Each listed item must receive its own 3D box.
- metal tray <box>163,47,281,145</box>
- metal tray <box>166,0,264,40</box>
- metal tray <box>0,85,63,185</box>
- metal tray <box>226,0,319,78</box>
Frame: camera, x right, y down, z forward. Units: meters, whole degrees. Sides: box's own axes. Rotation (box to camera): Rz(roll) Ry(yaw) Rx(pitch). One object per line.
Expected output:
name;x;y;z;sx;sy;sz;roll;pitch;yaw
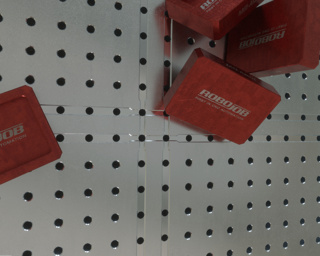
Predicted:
metal tray;0.082;-0.038;0.415;0.131;0.030;0.089;22;120;-19
metal tray;0.084;-0.181;0.412;0.130;0.030;0.090;-43;59;-15
metal tray;-0.188;0.017;0.340;0.131;0.030;0.090;-25;99;-19
metal tray;0.144;-0.116;0.410;0.030;0.130;0.089;7;88;-29
